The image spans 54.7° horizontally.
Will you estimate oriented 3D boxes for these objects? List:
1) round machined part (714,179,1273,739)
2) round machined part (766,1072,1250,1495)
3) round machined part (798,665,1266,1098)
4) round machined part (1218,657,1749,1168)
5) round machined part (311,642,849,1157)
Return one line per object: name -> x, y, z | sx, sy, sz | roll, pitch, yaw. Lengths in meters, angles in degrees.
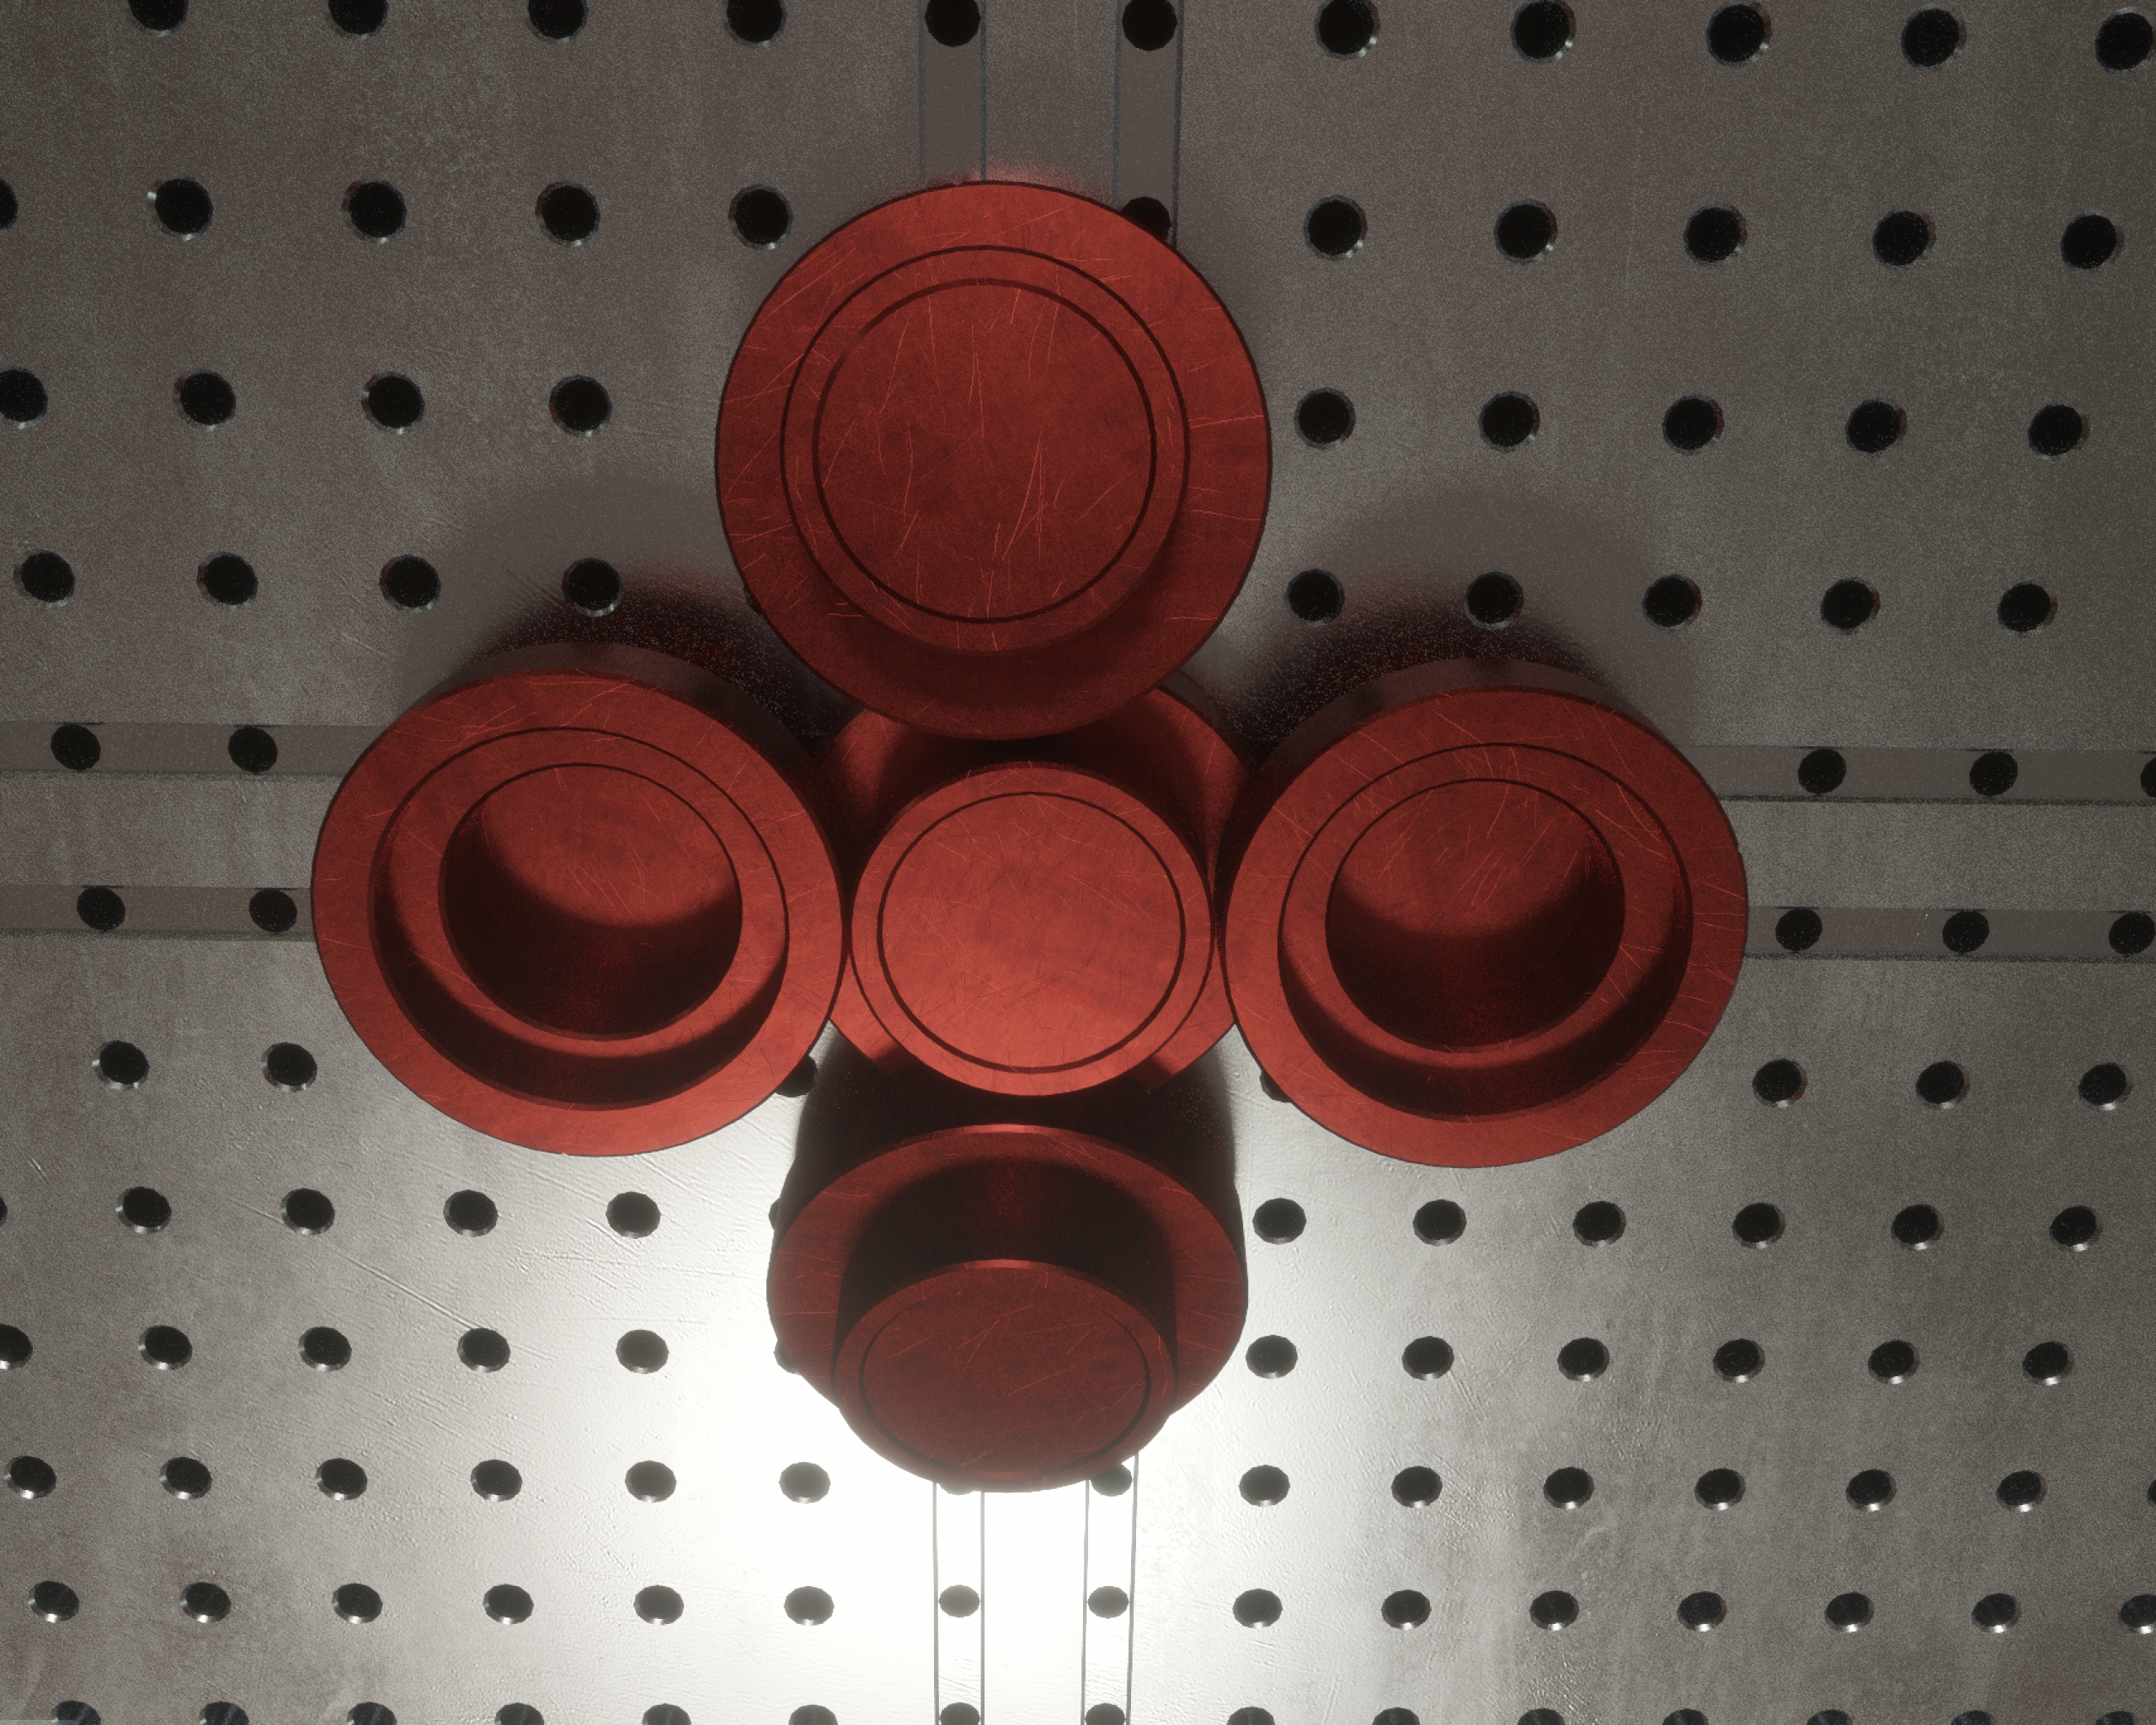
round machined part -> -0.015, -0.070, 0.366 | 0.099, 0.042, 0.097 | 0, 96, 1
round machined part -> -0.014, 0.091, 0.425 | 0.099, 0.042, 0.097 | 0, 125, 0
round machined part -> -0.009, 0.006, 0.405 | 0.099, 0.042, 0.097 | 0, 110, -1
round machined part -> 0.076, 0.007, 0.407 | 0.099, 0.042, 0.097 | 0, 110, -1
round machined part -> -0.092, 0.004, 0.404 | 0.099, 0.042, 0.097 | 0, 110, -1
